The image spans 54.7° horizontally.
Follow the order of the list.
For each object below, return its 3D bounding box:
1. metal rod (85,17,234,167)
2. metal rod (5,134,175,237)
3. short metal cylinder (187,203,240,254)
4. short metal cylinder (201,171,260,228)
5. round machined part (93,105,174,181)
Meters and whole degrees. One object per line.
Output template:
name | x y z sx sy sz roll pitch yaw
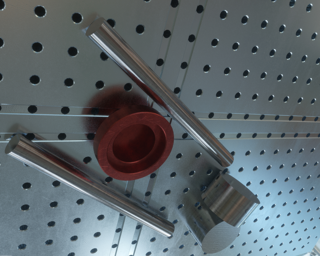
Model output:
metal rod | 0.021 -0.025 0.406 0.025 0.025 0.300 -46 129 3
metal rod | -0.072 0.094 0.429 0.025 0.025 0.300 -45 129 3
short metal cylinder | 0.096 0.177 0.557 0.081 0.050 0.079 -14 124 -21
short metal cylinder | 0.116 0.116 0.510 0.080 0.080 0.050 28 103 -38
round machined part | -0.036 0.015 0.390 0.099 0.042 0.097 -14 124 -21
